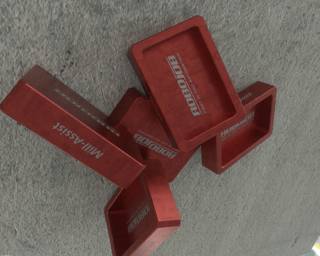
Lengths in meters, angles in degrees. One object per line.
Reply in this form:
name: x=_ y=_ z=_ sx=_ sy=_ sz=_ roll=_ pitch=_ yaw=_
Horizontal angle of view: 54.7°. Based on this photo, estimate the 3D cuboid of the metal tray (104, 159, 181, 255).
metal tray: x=-0.029 y=0.111 z=0.395 sx=0.030 sy=0.090 sz=0.129 roll=6 pitch=136 yaw=-31

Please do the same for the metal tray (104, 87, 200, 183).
metal tray: x=-0.010 y=0.015 z=0.410 sx=0.131 sy=0.030 sz=0.090 roll=28 pitch=103 yaw=-38

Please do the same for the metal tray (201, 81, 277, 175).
metal tray: x=0.115 y=-0.002 z=0.448 sx=0.131 sy=0.030 sz=0.089 roll=-30 pitch=130 yaw=-28

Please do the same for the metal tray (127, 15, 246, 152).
metal tray: x=0.031 y=-0.049 z=0.355 sx=0.090 sy=0.030 sz=0.129 roll=-28 pitch=99 yaw=-11

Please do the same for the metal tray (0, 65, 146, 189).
metal tray: x=-0.079 y=-0.003 z=0.302 sx=0.130 sy=0.090 sz=0.030 roll=38 pitch=97 yaw=-23
